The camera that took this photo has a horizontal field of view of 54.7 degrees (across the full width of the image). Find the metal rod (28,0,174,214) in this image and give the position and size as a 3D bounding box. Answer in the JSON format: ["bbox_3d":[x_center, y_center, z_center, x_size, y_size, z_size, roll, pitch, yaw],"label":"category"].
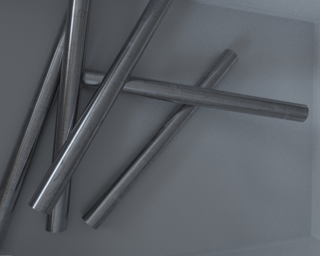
[{"bbox_3d":[-0.057,-0.045,0.355,0.025,0.025,0.300,32,78,-18],"label":"metal rod"}]

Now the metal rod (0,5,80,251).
[{"bbox_3d":[-0.145,-0.002,0.357,0.025,0.025,0.299,20,83,-19],"label":"metal rod"}]

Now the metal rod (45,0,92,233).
[{"bbox_3d":[-0.104,-0.029,0.355,0.025,0.025,0.298,6,95,-20],"label":"metal rod"}]

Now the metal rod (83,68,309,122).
[{"bbox_3d":[0.051,-0.041,0.403,0.302,0.025,0.025,8,87,-10],"label":"metal rod"}]

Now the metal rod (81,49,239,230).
[{"bbox_3d":[0.008,0.006,0.414,0.025,0.025,0.300,44,76,-15],"label":"metal rod"}]
